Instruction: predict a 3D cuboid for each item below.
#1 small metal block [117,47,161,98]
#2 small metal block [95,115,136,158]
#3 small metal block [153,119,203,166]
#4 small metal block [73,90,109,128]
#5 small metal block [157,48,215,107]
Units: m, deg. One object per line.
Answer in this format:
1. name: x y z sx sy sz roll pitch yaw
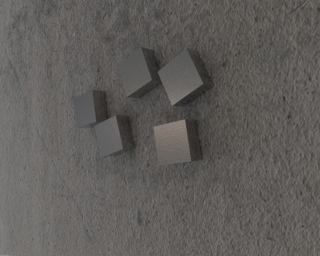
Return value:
1. small metal block: -0.027 -0.075 0.428 0.050 0.025 0.050 -29 72 36
2. small metal block: -0.067 0.013 0.461 0.050 0.025 0.050 -22 76 38
3. small metal block: 0.022 0.019 0.387 0.050 0.025 0.050 -13 82 39
4. small metal block: -0.111 -0.029 0.497 0.050 0.025 0.050 -14 81 39
5. small metal block: 0.031 -0.060 0.379 0.050 0.025 0.050 -34 69 34
